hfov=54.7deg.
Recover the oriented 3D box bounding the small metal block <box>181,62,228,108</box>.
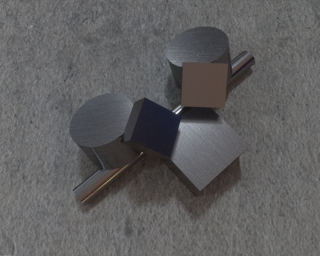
[{"bbox_3d":[0.050,-0.051,0.362,0.050,0.025,0.050,2,101,0],"label":"small metal block"}]

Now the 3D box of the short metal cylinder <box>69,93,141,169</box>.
[{"bbox_3d":[-0.062,0.004,0.379,0.080,0.050,0.080,-9,51,12],"label":"short metal cylinder"}]

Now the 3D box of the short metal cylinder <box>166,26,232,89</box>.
[{"bbox_3d":[0.053,-0.090,0.414,0.080,0.050,0.080,-9,51,12],"label":"short metal cylinder"}]

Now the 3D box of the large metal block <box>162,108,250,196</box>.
[{"bbox_3d":[0.048,0.026,0.385,0.080,0.050,0.080,-40,75,-13],"label":"large metal block"}]

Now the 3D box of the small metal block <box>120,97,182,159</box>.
[{"bbox_3d":[-0.009,0.001,0.343,0.050,0.025,0.050,26,69,-25],"label":"small metal block"}]

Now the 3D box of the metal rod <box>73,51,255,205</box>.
[{"bbox_3d":[0.015,-0.008,0.412,0.301,0.025,0.025,-39,75,-14],"label":"metal rod"}]
